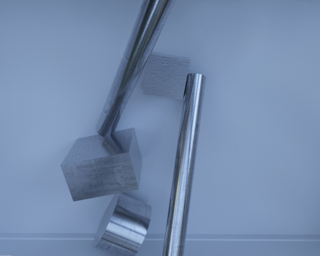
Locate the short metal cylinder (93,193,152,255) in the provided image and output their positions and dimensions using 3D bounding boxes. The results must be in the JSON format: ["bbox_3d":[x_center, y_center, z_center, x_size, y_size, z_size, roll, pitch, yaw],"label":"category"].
[{"bbox_3d":[-0.052,0.136,0.431,0.050,0.080,0.080,26,108,-10],"label":"short metal cylinder"}]

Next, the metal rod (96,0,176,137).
[{"bbox_3d":[-0.019,-0.079,0.300,0.025,0.025,0.298,23,140,-9],"label":"metal rod"}]

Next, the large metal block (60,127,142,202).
[{"bbox_3d":[-0.070,0.044,0.397,0.080,0.080,0.050,-11,110,3],"label":"large metal block"}]

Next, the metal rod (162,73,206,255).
[{"bbox_3d":[0.025,0.082,0.375,0.025,0.025,0.298,8,84,-4],"label":"metal rod"}]

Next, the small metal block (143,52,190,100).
[{"bbox_3d":[0.007,-0.066,0.387,0.050,0.025,0.050,8,110,-4],"label":"small metal block"}]
